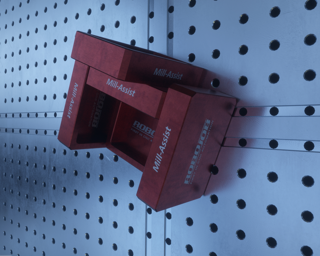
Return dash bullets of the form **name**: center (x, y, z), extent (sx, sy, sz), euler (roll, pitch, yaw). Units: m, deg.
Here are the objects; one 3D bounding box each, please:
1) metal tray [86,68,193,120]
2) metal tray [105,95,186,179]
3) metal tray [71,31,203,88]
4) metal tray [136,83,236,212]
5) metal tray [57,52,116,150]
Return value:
- **metal tray**: center (-0.015, -0.046, 0.380), extent (0.130, 0.091, 0.030), euler (28, 108, 36)
- **metal tray**: center (-0.013, 0.010, 0.417), extent (0.130, 0.030, 0.089), euler (28, 107, 36)
- **metal tray**: center (-0.022, -0.075, 0.360), extent (0.090, 0.131, 0.030), euler (28, 108, 36)
- **metal tray**: center (0.031, 0.021, 0.342), extent (0.030, 0.091, 0.129), euler (27, 107, 37)
- **metal tray**: center (-0.085, -0.036, 0.438), extent (0.030, 0.091, 0.129), euler (27, 107, 36)
